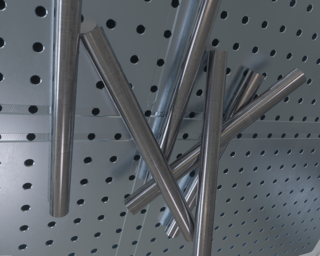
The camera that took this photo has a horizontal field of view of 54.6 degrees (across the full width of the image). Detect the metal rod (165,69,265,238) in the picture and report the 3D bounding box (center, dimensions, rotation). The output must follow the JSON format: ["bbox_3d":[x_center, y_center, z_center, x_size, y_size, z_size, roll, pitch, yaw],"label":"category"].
[{"bbox_3d":[0.078,0.051,0.484,0.025,0.025,0.298,12,112,-33],"label":"metal rod"}]

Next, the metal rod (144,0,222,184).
[{"bbox_3d":[0.027,-0.045,0.397,0.025,0.025,0.298,2,117,-30],"label":"metal rod"}]

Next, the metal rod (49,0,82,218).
[{"bbox_3d":[-0.105,-0.023,0.339,0.025,0.025,0.298,-3,120,-27],"label":"metal rod"}]

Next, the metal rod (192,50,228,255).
[{"bbox_3d":[0.063,0.052,0.404,0.025,0.025,0.298,2,94,-29],"label":"metal rod"}]

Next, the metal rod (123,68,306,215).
[{"bbox_3d":[0.077,0.017,0.429,0.301,0.025,0.025,-37,129,-3],"label":"metal rod"}]

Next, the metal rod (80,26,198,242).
[{"bbox_3d":[-0.012,0.026,0.374,0.025,0.025,0.299,-29,114,-10],"label":"metal rod"}]
